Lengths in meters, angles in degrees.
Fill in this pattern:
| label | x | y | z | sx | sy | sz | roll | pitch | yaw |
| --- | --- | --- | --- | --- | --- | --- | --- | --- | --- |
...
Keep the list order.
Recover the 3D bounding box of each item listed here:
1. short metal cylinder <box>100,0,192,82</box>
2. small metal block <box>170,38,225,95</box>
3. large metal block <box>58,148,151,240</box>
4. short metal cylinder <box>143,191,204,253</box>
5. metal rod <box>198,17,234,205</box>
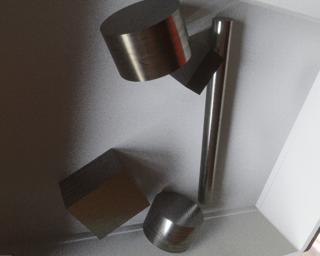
| label | x | y | z | sx | sy | sz | roll | pitch | yaw |
| --- | --- | --- | --- | --- | --- | --- | --- | --- | --- |
| short metal cylinder | -0.013 | -0.090 | 0.312 | 0.080 | 0.080 | 0.050 | -29 | 129 | -10 |
| small metal block | 0.040 | -0.075 | 0.370 | 0.025 | 0.050 | 0.050 | 24 | 105 | -37 |
| large metal block | -0.072 | 0.087 | 0.409 | 0.080 | 0.050 | 0.080 | -34 | 129 | -6 |
| short metal cylinder | 0.020 | 0.142 | 0.474 | 0.081 | 0.080 | 0.050 | 9 | 114 | -33 |
| metal rod | 0.076 | -0.004 | 0.449 | 0.025 | 0.025 | 0.298 | -14 | 125 | -21 |
